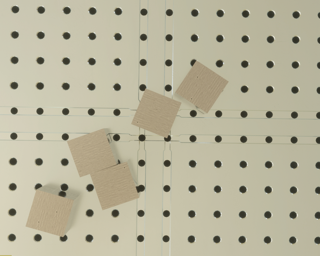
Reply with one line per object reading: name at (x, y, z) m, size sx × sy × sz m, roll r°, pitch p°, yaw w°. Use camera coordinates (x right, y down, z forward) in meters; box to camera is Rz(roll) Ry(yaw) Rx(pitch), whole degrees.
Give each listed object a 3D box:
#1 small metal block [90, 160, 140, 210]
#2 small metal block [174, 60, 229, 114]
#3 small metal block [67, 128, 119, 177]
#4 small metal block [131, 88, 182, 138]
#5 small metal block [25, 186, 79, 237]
small metal block at (-0.059, 0.075, 0.413) m, size 0.050 × 0.025 × 0.050 m, roll -19°, pitch 90°, yaw -1°
small metal block at (0.054, -0.053, 0.414) m, size 0.050 × 0.025 × 0.050 m, roll 34°, pitch 90°, yaw -1°
small metal block at (-0.088, 0.032, 0.412) m, size 0.050 × 0.025 × 0.050 m, roll -19°, pitch 90°, yaw -1°
small metal block at (-0.005, -0.019, 0.413) m, size 0.050 × 0.025 × 0.050 m, roll 22°, pitch 90°, yaw -1°
small metal block at (-0.142, 0.110, 0.412) m, size 0.050 × 0.025 × 0.050 m, roll 16°, pitch 90°, yaw -1°
